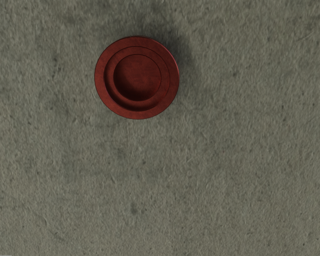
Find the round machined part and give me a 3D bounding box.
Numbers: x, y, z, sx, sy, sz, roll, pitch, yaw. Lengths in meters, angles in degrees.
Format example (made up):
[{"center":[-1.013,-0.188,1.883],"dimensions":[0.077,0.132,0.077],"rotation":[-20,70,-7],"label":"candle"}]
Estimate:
[{"center":[-0.027,-0.063,0.377],"dimensions":[0.099,0.042,0.097],"rotation":[0,110,-1],"label":"round machined part"}]
